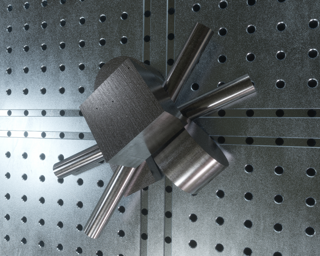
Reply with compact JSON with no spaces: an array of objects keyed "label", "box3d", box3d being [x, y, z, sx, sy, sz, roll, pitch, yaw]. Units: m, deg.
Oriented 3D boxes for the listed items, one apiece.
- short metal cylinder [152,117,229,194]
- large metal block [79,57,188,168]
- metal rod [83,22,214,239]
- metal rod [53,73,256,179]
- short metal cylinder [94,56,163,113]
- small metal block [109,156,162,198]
[{"label":"short metal cylinder","box3d":[0.035,0.031,0.367,0.050,0.080,0.080,-45,76,15]},{"label":"large metal block","box3d":[-0.030,-0.014,0.339,0.080,0.050,0.080,-42,60,16]},{"label":"metal rod","box3d":[-0.019,0.010,0.389,0.025,0.025,0.299,32,100,17]},{"label":"metal rod","box3d":[-0.020,0.005,0.416,0.300,0.025,0.025,-25,82,18]},{"label":"short metal cylinder","box3d":[-0.039,-0.050,0.409,0.080,0.050,0.079,0,90,20]},{"label":"small metal block","box3d":[-0.033,0.059,0.420,0.050,0.025,0.050,-29,81,17]}]
